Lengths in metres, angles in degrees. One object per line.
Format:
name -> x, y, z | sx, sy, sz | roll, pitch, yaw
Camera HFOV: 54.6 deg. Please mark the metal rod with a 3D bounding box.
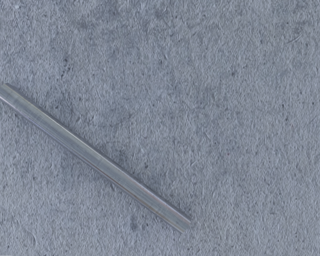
metal rod -> -0.086, 0.040, 0.409 | 0.300, 0.025, 0.025 | 37, 90, 0
